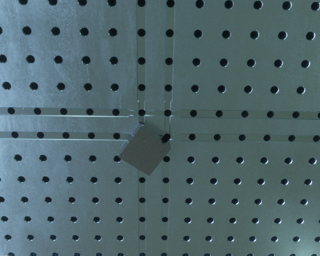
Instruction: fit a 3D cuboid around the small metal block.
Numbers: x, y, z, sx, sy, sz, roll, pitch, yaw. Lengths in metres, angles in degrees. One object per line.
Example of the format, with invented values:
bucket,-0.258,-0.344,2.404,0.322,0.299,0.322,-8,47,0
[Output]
small metal block,-0.021,0.029,0.424,0.050,0.025,0.050,34,106,-12
